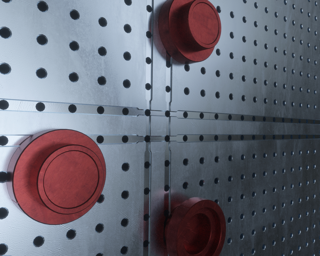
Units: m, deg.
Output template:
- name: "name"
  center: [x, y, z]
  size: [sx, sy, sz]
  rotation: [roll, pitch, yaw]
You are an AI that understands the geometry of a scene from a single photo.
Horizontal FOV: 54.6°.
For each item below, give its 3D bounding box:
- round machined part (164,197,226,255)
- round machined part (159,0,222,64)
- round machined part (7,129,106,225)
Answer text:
- name: "round machined part"
  center: [0.045, 0.146, 0.435]
  size: [0.099, 0.042, 0.097]
  rotation: [0, 90, -40]
- name: "round machined part"
  center: [0.049, -0.142, 0.438]
  size: [0.099, 0.042, 0.097]
  rotation: [0, 90, -40]
- name: "round machined part"
  center: [-0.098, 0.050, 0.316]
  size: [0.099, 0.042, 0.097]
  rotation: [0, 90, -40]
